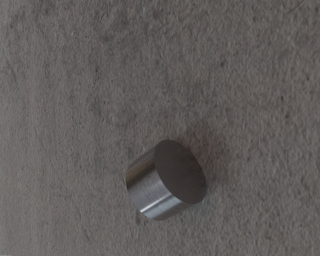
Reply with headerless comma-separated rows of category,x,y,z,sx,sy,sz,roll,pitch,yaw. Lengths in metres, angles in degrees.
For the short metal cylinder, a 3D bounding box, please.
short metal cylinder,0.008,0.060,0.361,0.050,0.081,0.080,-39,67,33
